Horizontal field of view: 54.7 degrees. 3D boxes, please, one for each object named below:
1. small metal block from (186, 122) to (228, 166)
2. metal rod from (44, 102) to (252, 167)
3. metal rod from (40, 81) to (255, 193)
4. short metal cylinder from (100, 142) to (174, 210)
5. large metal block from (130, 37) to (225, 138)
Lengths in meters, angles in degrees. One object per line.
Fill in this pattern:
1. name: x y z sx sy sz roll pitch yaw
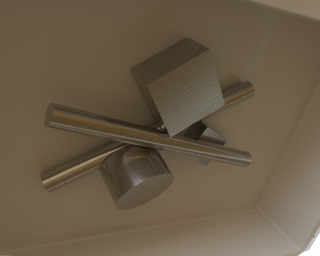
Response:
1. small metal block: 0.063 0.022 0.454 0.050 0.025 0.050 30 102 -38
2. metal rod: 0.011 0.017 0.392 0.302 0.025 0.025 14 111 -34
3. metal rod: -0.005 0.005 0.408 0.302 0.025 0.025 -25 128 -14
4. short metal cylinder: -0.029 0.061 0.396 0.081 0.050 0.080 -25 152 -14
5. large metal block: 0.023 -0.049 0.374 0.080 0.050 0.080 -31 129 -8
